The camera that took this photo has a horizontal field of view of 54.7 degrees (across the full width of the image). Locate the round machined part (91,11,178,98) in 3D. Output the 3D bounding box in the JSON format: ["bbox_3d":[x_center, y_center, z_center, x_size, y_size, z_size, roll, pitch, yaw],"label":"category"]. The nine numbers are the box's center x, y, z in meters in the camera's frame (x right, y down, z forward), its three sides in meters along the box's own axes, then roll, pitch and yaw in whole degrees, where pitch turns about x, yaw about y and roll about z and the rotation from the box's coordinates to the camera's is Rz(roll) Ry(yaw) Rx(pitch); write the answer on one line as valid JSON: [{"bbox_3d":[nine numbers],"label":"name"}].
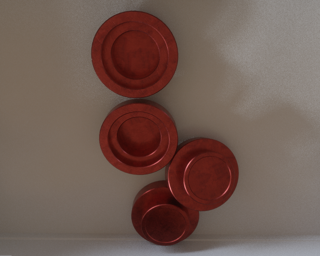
[{"bbox_3d":[-0.029,-0.088,0.369,0.099,0.042,0.097,0,110,0],"label":"round machined part"}]

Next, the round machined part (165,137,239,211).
[{"bbox_3d":[0.059,0.062,0.409,0.099,0.042,0.097,-1,92,-11],"label":"round machined part"}]

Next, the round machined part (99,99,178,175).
[{"bbox_3d":[-0.026,0.008,0.405,0.099,0.042,0.097,0,110,0],"label":"round machined part"}]

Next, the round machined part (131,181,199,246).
[{"bbox_3d":[0.008,0.129,0.447,0.099,0.042,0.097,0,108,-1],"label":"round machined part"}]
